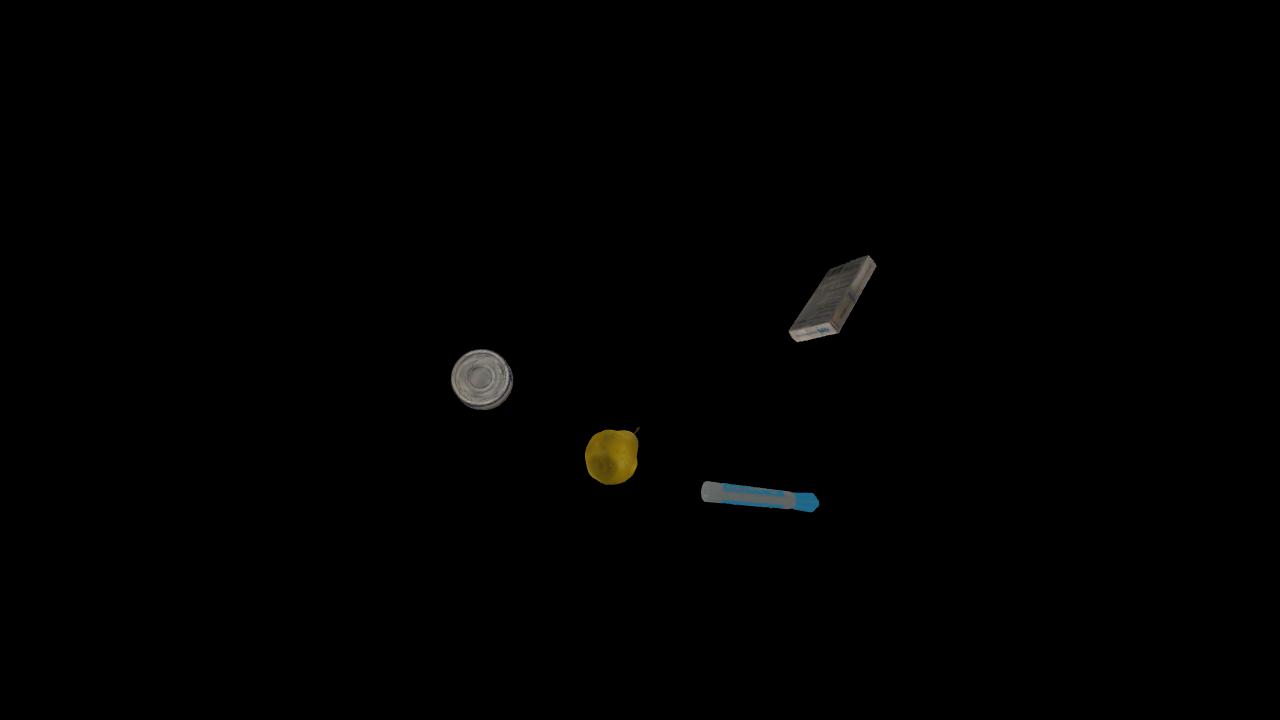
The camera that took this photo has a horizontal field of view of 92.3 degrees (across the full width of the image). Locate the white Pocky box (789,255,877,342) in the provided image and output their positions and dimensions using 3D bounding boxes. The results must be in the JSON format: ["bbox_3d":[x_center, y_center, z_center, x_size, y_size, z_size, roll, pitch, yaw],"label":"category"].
[{"bbox_3d":[0.295,-0.094,0.939,0.154,0.028,0.084,-52,19,-28],"label":"white Pocky box"}]

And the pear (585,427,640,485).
[{"bbox_3d":[-0.031,0.134,0.898,0.080,0.080,0.111,0,12,29],"label":"pear"}]

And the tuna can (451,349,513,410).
[{"bbox_3d":[-0.224,0.027,0.873,0.084,0.084,0.034,0,-13,-5],"label":"tuna can"}]

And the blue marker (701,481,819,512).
[{"bbox_3d":[0.116,0.130,0.583,0.121,0.020,0.020,10,-3,-18],"label":"blue marker"}]
